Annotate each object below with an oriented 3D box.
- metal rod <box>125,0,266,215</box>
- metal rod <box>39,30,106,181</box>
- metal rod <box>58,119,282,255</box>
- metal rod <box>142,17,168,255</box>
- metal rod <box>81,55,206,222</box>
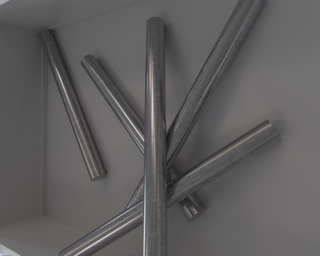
[{"bbox_3d":[0.032,-0.014,0.358,0.025,0.025,0.298,37,106,33],"label":"metal rod"},{"bbox_3d":[-0.156,-0.049,0.535,0.025,0.025,0.299,-39,67,33],"label":"metal rod"},{"bbox_3d":[-0.002,0.084,0.353,0.300,0.025,0.025,-35,67,16],"label":"metal rod"},{"bbox_3d":[-0.005,-0.001,0.357,0.025,0.025,0.299,-19,61,38],"label":"metal rod"},{"bbox_3d":[-0.036,-0.002,0.437,0.025,0.025,0.300,-52,60,27],"label":"metal rod"}]
